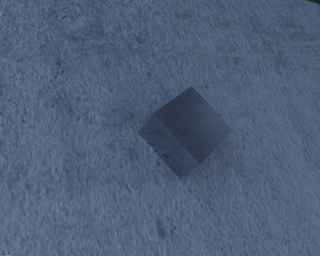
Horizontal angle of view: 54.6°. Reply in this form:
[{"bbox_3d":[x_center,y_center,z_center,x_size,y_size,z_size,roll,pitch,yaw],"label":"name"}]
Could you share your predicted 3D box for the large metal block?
[{"bbox_3d":[0.034,0.005,0.403,0.080,0.050,0.080,48,51,5],"label":"large metal block"}]
